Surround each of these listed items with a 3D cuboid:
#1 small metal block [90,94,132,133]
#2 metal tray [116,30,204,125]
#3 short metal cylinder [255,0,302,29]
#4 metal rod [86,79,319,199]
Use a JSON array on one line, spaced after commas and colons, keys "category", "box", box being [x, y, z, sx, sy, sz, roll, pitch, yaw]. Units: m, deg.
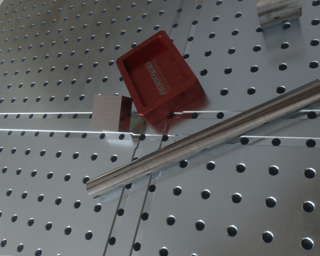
[{"category": "small metal block", "box": [-0.069, -0.021, 0.444, 0.050, 0.025, 0.050, 6, 89, 30]}, {"category": "metal tray", "box": [-0.005, -0.077, 0.452, 0.090, 0.030, 0.130, -31, 52, 7]}, {"category": "short metal cylinder", "box": [0.148, -0.176, 0.403, 0.050, 0.080, 0.080, -13, 56, 21]}, {"category": "metal rod", "box": [0.045, 0.019, 0.372, 0.301, 0.025, 0.025, -25, 53, 12]}]
